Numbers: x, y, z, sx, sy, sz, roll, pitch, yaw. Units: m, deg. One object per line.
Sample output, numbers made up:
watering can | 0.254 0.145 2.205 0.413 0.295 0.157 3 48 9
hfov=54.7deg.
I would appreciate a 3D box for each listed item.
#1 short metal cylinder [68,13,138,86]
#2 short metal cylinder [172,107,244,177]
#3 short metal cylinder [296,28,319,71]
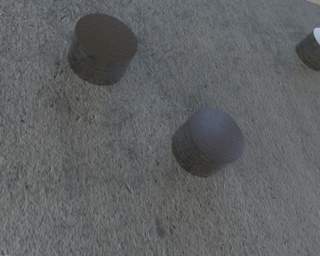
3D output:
short metal cylinder | -0.076 -0.103 0.409 0.081 0.050 0.080 14 56 -21
short metal cylinder | 0.063 0.019 0.410 0.081 0.050 0.080 14 56 -21
short metal cylinder | 0.348 -0.172 0.680 0.081 0.050 0.080 14 56 -21
